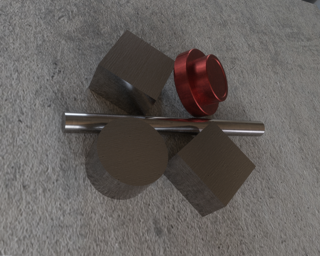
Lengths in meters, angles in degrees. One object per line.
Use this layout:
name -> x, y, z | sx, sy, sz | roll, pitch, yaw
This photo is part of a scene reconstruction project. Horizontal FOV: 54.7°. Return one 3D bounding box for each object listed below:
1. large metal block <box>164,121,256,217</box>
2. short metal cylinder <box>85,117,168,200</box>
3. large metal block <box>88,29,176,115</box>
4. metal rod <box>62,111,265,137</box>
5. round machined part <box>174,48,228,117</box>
large metal block -> 0.061, 0.051, 0.393 | 0.080, 0.050, 0.080 | 48, 51, 5
short metal cylinder -> -0.038, 0.035, 0.348 | 0.081, 0.050, 0.080 | 14, 56, -21
large metal block -> -0.035, -0.071, 0.412 | 0.080, 0.050, 0.080 | 32, 51, -8
metal rod -> 0.024, -0.003, 0.423 | 0.303, 0.025, 0.025 | 2, 61, -28
round machined part -> 0.064, -0.066, 0.441 | 0.098, 0.042, 0.098 | 25, 59, -50
